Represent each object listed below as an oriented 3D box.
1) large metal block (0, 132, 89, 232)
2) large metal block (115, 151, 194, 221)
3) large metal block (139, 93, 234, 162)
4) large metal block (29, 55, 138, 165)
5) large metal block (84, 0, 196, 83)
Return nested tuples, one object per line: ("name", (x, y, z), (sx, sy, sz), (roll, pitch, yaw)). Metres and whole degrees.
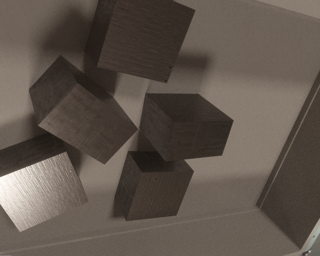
("large metal block", (-0.138, 0.059, 0.354), (0.081, 0.050, 0.080), (-22, 127, -16))
("large metal block", (-0.010, 0.080, 0.438), (0.081, 0.050, 0.079), (4, 117, -31))
("large metal block", (0.030, -0.005, 0.388), (0.081, 0.080, 0.050), (-3, 120, -28))
("large metal block", (-0.080, -0.019, 0.318), (0.050, 0.080, 0.080), (-47, 130, 4))
("large metal block", (-0.023, -0.100, 0.320), (0.081, 0.050, 0.079), (8, 114, -32))
